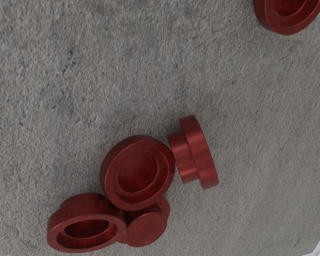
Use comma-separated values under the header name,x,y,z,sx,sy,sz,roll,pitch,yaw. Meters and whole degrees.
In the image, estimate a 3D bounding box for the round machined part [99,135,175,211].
name,x,y,z,sx,sy,sz,roll,pitch,yaw
round machined part,-0.032,0.054,0.404,0.099,0.042,0.097,-12,114,-28

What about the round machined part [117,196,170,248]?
name,x,y,z,sx,sy,sz,roll,pitch,yaw
round machined part,-0.028,0.140,0.467,0.099,0.042,0.097,-14,124,-21

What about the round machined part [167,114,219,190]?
name,x,y,z,sx,sy,sz,roll,pitch,yaw
round machined part,0.039,0.034,0.405,0.042,0.098,0.098,-19,128,2

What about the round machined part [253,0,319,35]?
name,x,y,z,sx,sy,sz,roll,pitch,yaw
round machined part,0.153,-0.167,0.376,0.099,0.042,0.097,-14,124,-21

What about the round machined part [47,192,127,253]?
name,x,y,z,sx,sy,sz,roll,pitch,yaw
round machined part,-0.096,0.122,0.407,0.099,0.042,0.097,-10,137,-9
